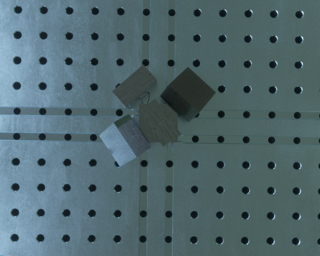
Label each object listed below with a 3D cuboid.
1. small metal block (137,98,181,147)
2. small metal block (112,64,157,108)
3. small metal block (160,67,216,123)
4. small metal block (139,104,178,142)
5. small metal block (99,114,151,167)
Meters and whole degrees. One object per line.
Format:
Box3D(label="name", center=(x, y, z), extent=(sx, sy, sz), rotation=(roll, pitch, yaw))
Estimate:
Box3D(label="small metal block", center=(-0.001, -0.006, 0.376), extent=(0.025, 0.050, 0.050), rotation=(-36, 91, -1))
Box3D(label="small metal block", center=(-0.031, -0.052, 0.401), extent=(0.050, 0.050, 0.025), rotation=(-41, 90, 0))
Box3D(label="small metal block", center=(0.037, -0.044, 0.400), extent=(0.050, 0.025, 0.050), rotation=(43, 50, 0))
Box3D(label="small metal block", center=(-0.002, -0.006, 0.413), extent=(0.050, 0.025, 0.050), rotation=(1, 90, -1))
Box3D(label="small metal block", center=(-0.046, 0.017, 0.398), extent=(0.025, 0.050, 0.050), rotation=(-34, 90, -37))
